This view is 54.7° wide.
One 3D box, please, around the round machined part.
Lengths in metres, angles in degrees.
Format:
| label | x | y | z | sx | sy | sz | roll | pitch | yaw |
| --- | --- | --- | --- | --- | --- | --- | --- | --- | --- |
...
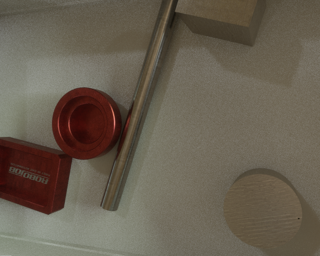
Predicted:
| label | x | y | z | sx | sy | sz | roll | pitch | yaw |
| --- | --- | --- | --- | --- | --- | --- | --- | --- | --- |
| round machined part | -0.097 | -0.006 | 0.435 | 0.098 | 0.042 | 0.097 | 0 | 90 | 19 |

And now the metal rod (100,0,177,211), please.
| label | x | y | z | sx | sy | sz | roll | pitch | yaw |
| --- | --- | --- | --- | --- | --- | --- | --- | --- | --- |
| metal rod | -0.027 | -0.031 | 0.418 | 0.025 | 0.025 | 0.298 | 20 | 96 | 18 |

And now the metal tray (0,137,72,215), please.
| label | x | y | z | sx | sy | sz | roll | pitch | yaw |
| --- | --- | --- | --- | --- | --- | --- | --- | --- | --- |
| metal tray | -0.204 | 0.070 | 0.477 | 0.130 | 0.030 | 0.089 | 12 | 94 | 19 |

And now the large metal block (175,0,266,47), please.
| label | x | y | z | sx | sy | sz | roll | pitch | yaw |
| --- | --- | --- | --- | --- | --- | --- | --- | --- | --- |
| large metal block | 0.073 | -0.136 | 0.355 | 0.080 | 0.080 | 0.050 | 19 | 97 | 18 |

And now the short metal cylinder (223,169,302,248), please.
| label | x | y | z | sx | sy | sz | roll | pitch | yaw |
| --- | --- | --- | --- | --- | --- | --- | --- | --- | --- |
| short metal cylinder | 0.117 | 0.089 | 0.356 | 0.080 | 0.050 | 0.079 | 0 | 90 | 19 |
